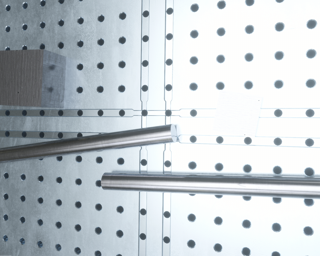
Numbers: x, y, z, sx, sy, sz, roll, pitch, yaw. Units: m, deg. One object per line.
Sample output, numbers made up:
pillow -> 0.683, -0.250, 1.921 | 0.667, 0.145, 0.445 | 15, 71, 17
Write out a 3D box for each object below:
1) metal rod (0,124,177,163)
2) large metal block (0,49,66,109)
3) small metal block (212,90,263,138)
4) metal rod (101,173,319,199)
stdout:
metal rod -> -0.123, 0.026, 0.454 | 0.301, 0.025, 0.025 | -8, 88, 19
large metal block -> -0.192, -0.072, 0.465 | 0.080, 0.050, 0.079 | 3, 91, 19
small metal block -> 0.095, -0.017, 0.379 | 0.050, 0.025, 0.050 | 11, 94, 19
metal rod -> 0.065, 0.071, 0.389 | 0.301, 0.025, 0.025 | -2, 90, 19
